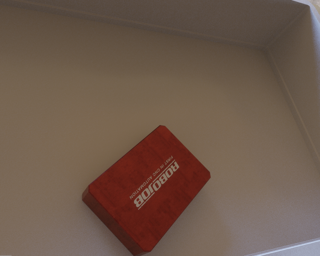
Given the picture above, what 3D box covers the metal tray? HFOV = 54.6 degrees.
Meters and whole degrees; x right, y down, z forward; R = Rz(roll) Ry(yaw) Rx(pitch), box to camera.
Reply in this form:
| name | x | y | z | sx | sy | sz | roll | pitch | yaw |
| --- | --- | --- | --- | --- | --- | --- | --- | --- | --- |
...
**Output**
| name | x | y | z | sx | sy | sz | roll | pitch | yaw |
| --- | --- | --- | --- | --- | --- | --- | --- | --- | --- |
| metal tray | -0.010 | 0.066 | 0.356 | 0.090 | 0.030 | 0.131 | 46 | 51 | 4 |
